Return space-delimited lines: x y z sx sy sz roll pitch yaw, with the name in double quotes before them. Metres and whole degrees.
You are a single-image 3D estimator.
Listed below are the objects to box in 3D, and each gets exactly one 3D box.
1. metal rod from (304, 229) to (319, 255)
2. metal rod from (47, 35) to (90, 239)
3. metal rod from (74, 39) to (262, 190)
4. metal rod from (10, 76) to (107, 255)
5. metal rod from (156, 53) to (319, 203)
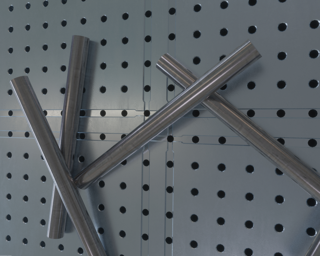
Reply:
"metal rod" 0.212 0.048 0.316 0.025 0.025 0.299 30 92 17
"metal rod" -0.137 0.015 0.461 0.025 0.025 0.298 9 93 20
"metal rod" -0.006 -0.004 0.396 0.299 0.025 0.025 -37 78 23
"metal rod" -0.138 0.069 0.437 0.025 0.025 0.299 -23 92 19
"metal rod" 0.112 0.008 0.373 0.300 0.025 0.025 42 103 15
